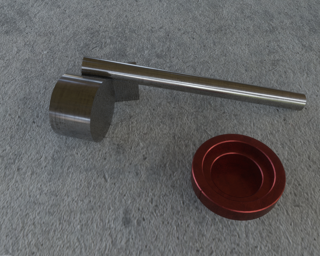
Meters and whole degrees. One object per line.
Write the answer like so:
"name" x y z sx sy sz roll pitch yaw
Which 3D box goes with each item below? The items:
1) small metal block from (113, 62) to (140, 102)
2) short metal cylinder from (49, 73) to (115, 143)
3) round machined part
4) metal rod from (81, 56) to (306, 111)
"small metal block" -0.057 -0.064 0.440 0.050 0.050 0.025 -7 51 -6
"short metal cylinder" -0.094 -0.026 0.388 0.050 0.080 0.080 11 51 9
"round machined part" 0.083 0.057 0.345 0.099 0.042 0.098 0 50 0
"metal rod" 0.050 -0.058 0.415 0.302 0.025 0.025 8 50 -8
